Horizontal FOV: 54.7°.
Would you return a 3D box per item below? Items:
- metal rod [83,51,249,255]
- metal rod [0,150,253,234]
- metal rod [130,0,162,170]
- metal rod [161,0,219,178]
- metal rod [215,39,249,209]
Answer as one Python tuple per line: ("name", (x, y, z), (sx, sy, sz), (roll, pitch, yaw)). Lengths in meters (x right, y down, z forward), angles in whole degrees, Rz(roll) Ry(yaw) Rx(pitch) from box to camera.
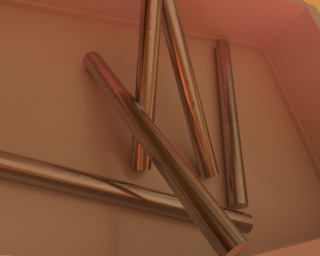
("metal rod", (-0.017, 0.001, 0.324), (0.025, 0.025, 0.300), (-9, 43, -32))
("metal rod", (-0.026, 0.077, 0.345), (0.302, 0.025, 0.025), (18, 55, -18))
("metal rod", (-0.013, -0.101, 0.364), (0.025, 0.025, 0.298), (3, 92, -27))
("metal rod", (0.028, -0.082, 0.396), (0.025, 0.025, 0.298), (-18, 95, -35))
("metal rod", (0.107, -0.025, 0.480), (0.025, 0.025, 0.300), (16, 55, -20))
